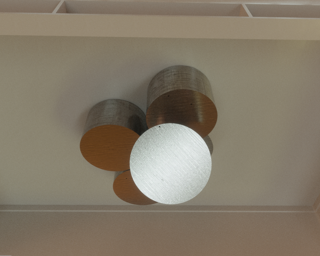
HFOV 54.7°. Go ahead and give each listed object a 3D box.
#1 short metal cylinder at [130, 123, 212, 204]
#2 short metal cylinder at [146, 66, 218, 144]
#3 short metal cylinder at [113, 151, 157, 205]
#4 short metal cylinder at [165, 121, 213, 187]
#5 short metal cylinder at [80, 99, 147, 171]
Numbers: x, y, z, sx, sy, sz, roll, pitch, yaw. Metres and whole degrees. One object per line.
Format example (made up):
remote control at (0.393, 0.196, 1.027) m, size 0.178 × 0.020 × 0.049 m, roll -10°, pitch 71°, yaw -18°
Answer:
short metal cylinder at (0.013, 0.035, 0.328) m, size 0.080 × 0.050 × 0.079 m, roll 0°, pitch 90°, yaw 6°
short metal cylinder at (0.024, -0.026, 0.368) m, size 0.081 × 0.050 × 0.079 m, roll 0°, pitch 130°, yaw 0°
short metal cylinder at (-0.025, 0.067, 0.446) m, size 0.081 × 0.050 × 0.079 m, roll 0°, pitch 130°, yaw 0°
short metal cylinder at (0.022, 0.033, 0.400) m, size 0.081 × 0.080 × 0.050 m, roll 10°, pitch 129°, yaw -9°
short metal cylinder at (-0.057, 0.010, 0.398) m, size 0.081 × 0.050 × 0.079 m, roll 0°, pitch 130°, yaw 0°
